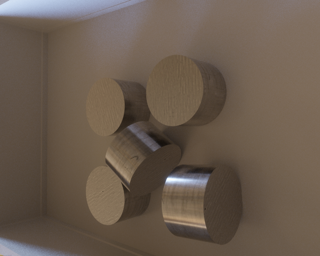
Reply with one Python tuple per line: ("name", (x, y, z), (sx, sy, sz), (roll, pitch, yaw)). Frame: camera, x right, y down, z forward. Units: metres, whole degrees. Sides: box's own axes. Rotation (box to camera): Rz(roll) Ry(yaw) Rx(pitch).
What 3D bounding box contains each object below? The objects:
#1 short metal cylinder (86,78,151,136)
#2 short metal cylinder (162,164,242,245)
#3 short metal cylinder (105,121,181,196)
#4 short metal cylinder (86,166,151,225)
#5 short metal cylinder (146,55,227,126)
("short metal cylinder", (-0.060, -0.029, 0.440), (0.080, 0.050, 0.080), (0, 90, 40))
("short metal cylinder", (0.047, 0.079, 0.332), (0.050, 0.081, 0.080), (-6, 87, 40))
("short metal cylinder", (-0.020, 0.038, 0.388), (0.050, 0.081, 0.080), (41, 115, 32))
("short metal cylinder", (-0.060, 0.091, 0.440), (0.080, 0.050, 0.080), (0, 90, 40))
("short metal cylinder", (0.030, -0.042, 0.366), (0.080, 0.050, 0.080), (0, 90, 40))
